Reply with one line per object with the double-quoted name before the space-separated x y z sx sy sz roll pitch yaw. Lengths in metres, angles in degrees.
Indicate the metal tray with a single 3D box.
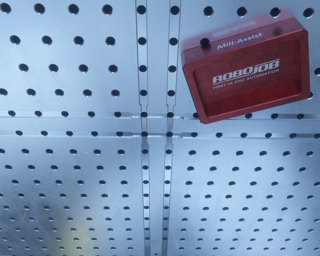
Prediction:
"metal tray" 0.099 -0.060 0.357 0.130 0.030 0.090 -15 129 12
